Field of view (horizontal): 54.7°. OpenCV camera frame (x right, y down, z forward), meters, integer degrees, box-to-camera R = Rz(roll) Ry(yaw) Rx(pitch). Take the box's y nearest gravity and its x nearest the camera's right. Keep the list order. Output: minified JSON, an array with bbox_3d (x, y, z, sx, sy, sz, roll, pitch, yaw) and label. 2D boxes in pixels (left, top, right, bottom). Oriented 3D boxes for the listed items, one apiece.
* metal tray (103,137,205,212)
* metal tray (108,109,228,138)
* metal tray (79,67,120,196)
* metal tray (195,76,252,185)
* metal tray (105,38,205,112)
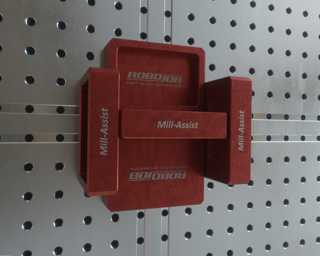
[{"bbox_3d":[-0.006,0.057,0.407,0.131,0.030,0.089,1,90,-21],"label":"metal tray"},{"bbox_3d":[0.004,-0.004,0.379,0.131,0.090,0.030,1,90,-20],"label":"metal tray"},{"bbox_3d":[-0.072,0.004,0.352,0.030,0.090,0.129,1,90,-20],"label":"metal tray"},{"bbox_3d":[0.081,0.003,0.409,0.030,0.090,0.129,1,90,-20],"label":"metal tray"},{"bbox_3d":[-0.005,-0.064,0.409,0.131,0.030,0.089,1,90,-21],"label":"metal tray"}]
